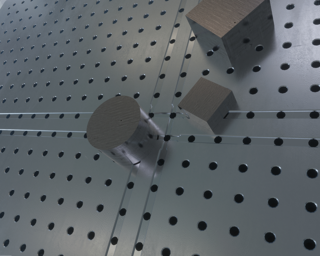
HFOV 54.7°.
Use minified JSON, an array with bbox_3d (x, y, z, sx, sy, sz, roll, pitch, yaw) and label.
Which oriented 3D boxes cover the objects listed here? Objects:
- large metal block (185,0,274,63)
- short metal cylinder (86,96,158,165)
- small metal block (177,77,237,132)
[{"bbox_3d":[0.097,-0.151,0.434,0.080,0.050,0.080,-41,51,0],"label":"large metal block"},{"bbox_3d":[-0.050,0.004,0.416,0.080,0.050,0.080,-13,56,21],"label":"short metal cylinder"},{"bbox_3d":[0.060,-0.031,0.396,0.050,0.025,0.050,33,80,38],"label":"small metal block"}]
